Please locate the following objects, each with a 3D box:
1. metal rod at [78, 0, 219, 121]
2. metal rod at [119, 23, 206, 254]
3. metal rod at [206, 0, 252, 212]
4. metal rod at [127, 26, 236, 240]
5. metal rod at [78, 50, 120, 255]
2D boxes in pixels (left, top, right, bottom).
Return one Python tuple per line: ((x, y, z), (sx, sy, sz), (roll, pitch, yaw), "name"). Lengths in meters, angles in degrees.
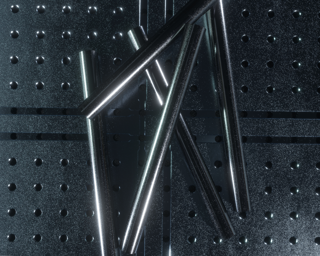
((0.015, -0.121, 0.387), (0.300, 0.025, 0.025), (-44, 91, -1), "metal rod")
((0.001, 0.019, 0.393), (0.025, 0.025, 0.298), (17, 98, -1), "metal rod")
((0.090, -0.039, 0.414), (0.025, 0.025, 0.298), (-8, 90, 0), "metal rod")
((0.029, 0.006, 0.413), (0.025, 0.025, 0.299), (-24, 90, 0), "metal rod")
((-0.079, 0.048, 0.412), (0.025, 0.025, 0.298), (-6, 90, 0), "metal rod")
